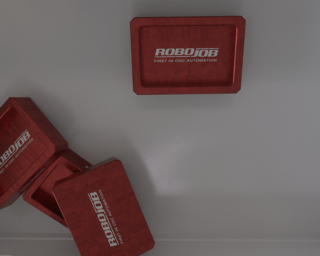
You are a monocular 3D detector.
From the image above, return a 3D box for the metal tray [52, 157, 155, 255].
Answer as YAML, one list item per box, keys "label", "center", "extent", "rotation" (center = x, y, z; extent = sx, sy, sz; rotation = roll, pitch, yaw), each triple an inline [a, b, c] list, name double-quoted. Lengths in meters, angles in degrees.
- label: "metal tray"
  center: [-0.072, 0.114, 0.406]
  extent: [0.091, 0.030, 0.129]
  rotation: [-23, 97, -14]

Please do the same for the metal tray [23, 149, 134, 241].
- label: "metal tray"
  center: [-0.113, 0.099, 0.443]
  extent: [0.130, 0.030, 0.090]
  rotation: [38, 105, -13]

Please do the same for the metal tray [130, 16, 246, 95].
- label: "metal tray"
  center: [0.032, -0.088, 0.376]
  extent: [0.131, 0.030, 0.089]
  rotation: [-1, 110, 0]

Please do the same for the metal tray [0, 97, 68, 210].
- label: "metal tray"
  center: [-0.194, 0.034, 0.402]
  extent: [0.130, 0.030, 0.090]
  rotation: [-43, 84, 14]
